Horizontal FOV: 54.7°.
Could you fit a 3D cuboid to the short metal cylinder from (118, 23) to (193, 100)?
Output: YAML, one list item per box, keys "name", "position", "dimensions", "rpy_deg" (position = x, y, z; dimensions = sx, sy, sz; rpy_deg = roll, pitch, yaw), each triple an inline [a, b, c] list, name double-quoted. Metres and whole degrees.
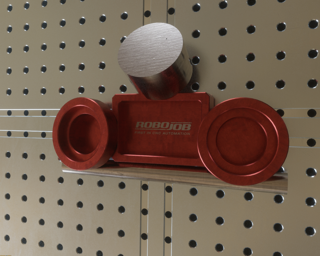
- name: "short metal cylinder"
  position: [-0.005, -0.081, 0.381]
  dimensions: [0.080, 0.050, 0.080]
  rpy_deg: [-8, 61, 15]

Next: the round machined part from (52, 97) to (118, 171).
- name: "round machined part"
  position: [-0.098, 0.008, 0.429]
  dimensions: [0.098, 0.042, 0.097]
  rpy_deg: [-1, 87, 28]

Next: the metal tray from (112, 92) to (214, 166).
- name: "metal tray"
  position: [0.002, 0.000, 0.404]
  dimensions: [0.130, 0.030, 0.089]
  rpy_deg: [1, 91, 19]

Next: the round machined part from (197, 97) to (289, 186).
- name: "round machined part"
  position: [0.094, 0.015, 0.361]
  dimensions: [0.098, 0.042, 0.097]
  rpy_deg: [0, 88, 12]

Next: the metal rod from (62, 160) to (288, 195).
- name: "metal rod"
  position: [0.005, 0.059, 0.406]
  dimensions: [0.301, 0.025, 0.025]
  rpy_deg: [2, 91, 19]
